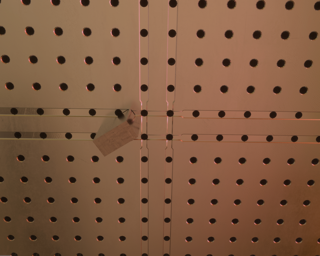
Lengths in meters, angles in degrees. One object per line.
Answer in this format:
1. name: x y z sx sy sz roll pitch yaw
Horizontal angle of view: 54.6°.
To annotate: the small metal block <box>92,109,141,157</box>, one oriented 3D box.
1. small metal block: -0.055 0.005 0.401 0.050 0.050 0.025 -31 107 10
